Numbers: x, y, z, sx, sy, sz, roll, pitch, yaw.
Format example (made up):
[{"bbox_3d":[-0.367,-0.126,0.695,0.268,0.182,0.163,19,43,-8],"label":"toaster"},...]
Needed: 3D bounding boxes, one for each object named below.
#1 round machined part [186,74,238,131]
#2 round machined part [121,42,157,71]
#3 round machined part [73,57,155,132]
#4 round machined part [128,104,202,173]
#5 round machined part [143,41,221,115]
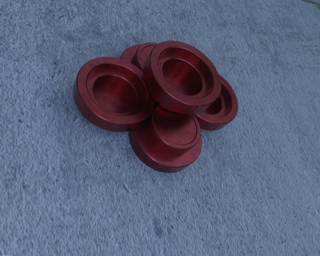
[{"bbox_3d":[0.061,-0.038,0.453,0.099,0.042,0.098,14,56,-21],"label":"round machined part"},{"bbox_3d":[-0.009,-0.082,0.441,0.099,0.042,0.098,14,56,-21],"label":"round machined part"},{"bbox_3d":[-0.059,-0.037,0.386,0.099,0.042,0.098,14,56,-21],"label":"round machined part"},{"bbox_3d":[0.013,0.005,0.400,0.099,0.042,0.098,14,56,-21],"label":"round machined part"},{"bbox_3d":[0.024,-0.058,0.390,0.099,0.042,0.098,14,56,-21],"label":"round machined part"}]
